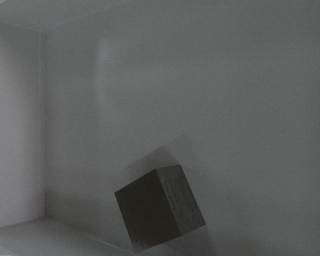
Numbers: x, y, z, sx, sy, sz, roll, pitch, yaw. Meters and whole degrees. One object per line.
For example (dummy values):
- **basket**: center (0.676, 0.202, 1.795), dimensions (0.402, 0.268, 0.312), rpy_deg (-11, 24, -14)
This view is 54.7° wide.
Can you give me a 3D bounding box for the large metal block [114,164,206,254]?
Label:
- **large metal block**: center (-0.002, 0.101, 0.390), dimensions (0.080, 0.050, 0.080), rpy_deg (-35, 69, 34)
